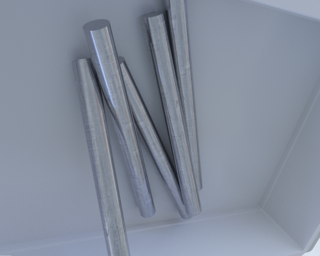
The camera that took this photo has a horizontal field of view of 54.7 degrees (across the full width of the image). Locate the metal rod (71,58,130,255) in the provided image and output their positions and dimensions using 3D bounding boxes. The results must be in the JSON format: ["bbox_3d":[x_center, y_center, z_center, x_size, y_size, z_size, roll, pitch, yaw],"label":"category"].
[{"bbox_3d":[-0.058,0.074,0.347,0.025,0.025,0.298,-12,100,-22],"label":"metal rod"}]

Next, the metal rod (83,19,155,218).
[{"bbox_3d":[-0.038,0.017,0.379,0.025,0.025,0.298,-23,133,-15],"label":"metal rod"}]

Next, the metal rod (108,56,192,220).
[{"bbox_3d":[-0.002,0.036,0.429,0.025,0.025,0.299,-31,129,-8],"label":"metal rod"}]

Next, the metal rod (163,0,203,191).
[{"bbox_3d":[0.035,-0.027,0.410,0.025,0.025,0.298,-21,127,-16],"label":"metal rod"}]

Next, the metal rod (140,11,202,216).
[{"bbox_3d":[0.022,0.004,0.406,0.025,0.025,0.298,-23,122,-15],"label":"metal rod"}]
